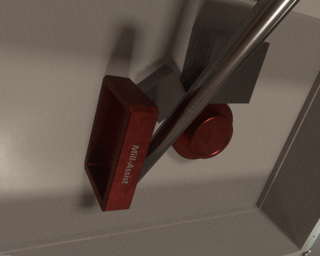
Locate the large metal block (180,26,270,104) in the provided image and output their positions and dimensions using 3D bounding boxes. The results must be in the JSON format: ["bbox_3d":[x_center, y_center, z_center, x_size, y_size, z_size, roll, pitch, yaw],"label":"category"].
[{"bbox_3d":[0.078,-0.077,0.389,0.081,0.050,0.079,-2,120,-28],"label":"large metal block"}]

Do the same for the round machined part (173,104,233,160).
[{"bbox_3d":[0.063,0.004,0.437,0.099,0.042,0.097,-14,125,-21],"label":"round machined part"}]

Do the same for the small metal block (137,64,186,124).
[{"bbox_3d":[0.003,-0.042,0.385,0.050,0.025,0.050,-37,130,-4],"label":"small metal block"}]

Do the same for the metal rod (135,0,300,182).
[{"bbox_3d":[0.028,-0.018,0.334,0.025,0.025,0.298,5,141,-31],"label":"metal rod"}]

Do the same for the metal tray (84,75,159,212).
[{"bbox_3d":[-0.049,0.016,0.350,0.030,0.090,0.129,3,117,-30],"label":"metal tray"}]
